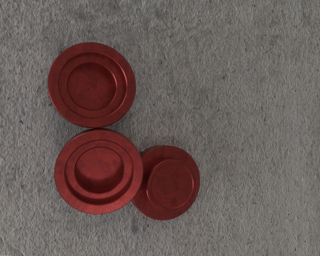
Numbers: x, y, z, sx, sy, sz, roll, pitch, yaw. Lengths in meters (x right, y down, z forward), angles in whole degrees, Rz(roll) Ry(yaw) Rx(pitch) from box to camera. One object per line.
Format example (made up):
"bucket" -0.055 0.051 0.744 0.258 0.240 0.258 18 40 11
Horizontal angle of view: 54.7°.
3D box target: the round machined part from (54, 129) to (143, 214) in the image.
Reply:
"round machined part" -0.071 0.048 0.367 0.099 0.042 0.097 -2 98 -12

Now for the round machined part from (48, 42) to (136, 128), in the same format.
"round machined part" -0.082 -0.049 0.370 0.099 0.042 0.097 0 90 -20

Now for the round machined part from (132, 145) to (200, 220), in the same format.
"round machined part" 0.009 0.072 0.403 0.099 0.042 0.097 0 90 -20
